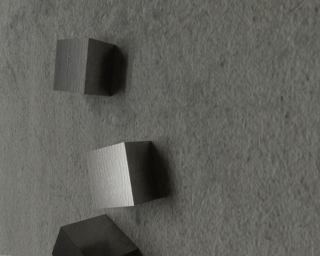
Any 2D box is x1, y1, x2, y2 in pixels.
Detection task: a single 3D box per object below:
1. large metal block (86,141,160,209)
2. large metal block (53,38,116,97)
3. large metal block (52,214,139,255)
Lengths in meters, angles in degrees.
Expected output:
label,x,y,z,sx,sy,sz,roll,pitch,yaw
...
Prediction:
label,x,y,z,sx,sy,sz,roll,pitch,yaw
large metal block,-0.053,0.065,0.430,0.080,0.050,0.080,-16,80,38
large metal block,-0.119,-0.094,0.484,0.080,0.050,0.079,10,97,39
large metal block,-0.093,0.176,0.443,0.080,0.081,0.050,34,111,34
